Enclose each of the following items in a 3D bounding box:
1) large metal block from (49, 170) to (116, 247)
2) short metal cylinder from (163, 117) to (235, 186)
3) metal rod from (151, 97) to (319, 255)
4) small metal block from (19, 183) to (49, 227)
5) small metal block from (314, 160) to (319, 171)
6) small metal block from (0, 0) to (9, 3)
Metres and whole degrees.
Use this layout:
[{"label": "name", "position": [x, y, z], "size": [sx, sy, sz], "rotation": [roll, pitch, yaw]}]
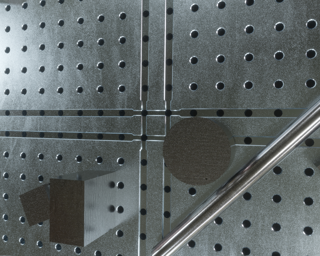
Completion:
[{"label": "large metal block", "position": [-0.101, 0.103, 0.418], "size": [0.050, 0.080, 0.079], "rotation": [1, 90, 20]}, {"label": "short metal cylinder", "position": [0.050, 0.027, 0.381], "size": [0.080, 0.050, 0.079], "rotation": [0, 90, 19]}, {"label": "metal rod", "position": [0.099, 0.066, 0.377], "size": [0.299, 0.025, 0.025], "rotation": [-46, 76, 14]}, {"label": "small metal block", "position": [-0.180, 0.116, 0.474], "size": [0.050, 0.025, 0.050], "rotation": [-25, 82, 18]}, {"label": "small metal block", "position": [0.210, 0.046, 0.339], "size": [0.050, 0.025, 0.050], "rotation": [-42, 77, 15]}, {"label": "small metal block", "position": [-0.272, -0.236, 0.506], "size": [0.050, 0.025, 0.050], "rotation": [13, 94, 19]}]
